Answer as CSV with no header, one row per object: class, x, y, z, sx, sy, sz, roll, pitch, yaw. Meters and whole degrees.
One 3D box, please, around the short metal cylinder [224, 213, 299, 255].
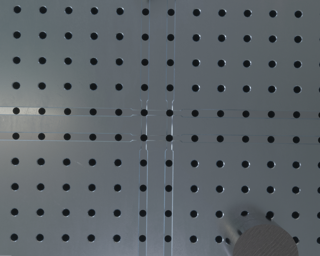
short metal cylinder,0.129,0.157,0.402,0.081,0.050,0.079,0,90,0
